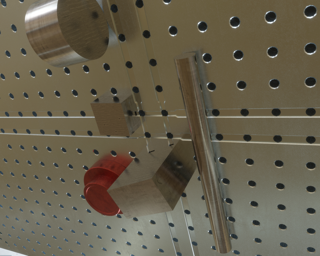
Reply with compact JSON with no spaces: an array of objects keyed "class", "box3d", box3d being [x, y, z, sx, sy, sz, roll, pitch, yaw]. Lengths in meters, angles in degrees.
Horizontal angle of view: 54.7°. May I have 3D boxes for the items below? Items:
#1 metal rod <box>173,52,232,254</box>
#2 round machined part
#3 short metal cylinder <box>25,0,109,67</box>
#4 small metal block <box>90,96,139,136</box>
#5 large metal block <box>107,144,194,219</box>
[{"class":"metal rod","box3d":[0.062,0.050,0.408,0.025,0.025,0.298,-1,118,28]},{"class":"round machined part","box3d":[-0.085,0.105,0.507,0.098,0.042,0.097,13,124,20]},{"class":"short metal cylinder","box3d":[-0.105,-0.114,0.358,0.050,0.080,0.080,-6,116,30]},{"class":"small metal block","box3d":[-0.063,-0.017,0.432,0.050,0.025,0.050,2,120,27]},{"class":"large metal block","box3d":[-0.011,0.073,0.425,0.080,0.080,0.050,-21,107,35]}]
